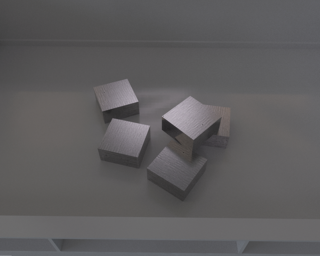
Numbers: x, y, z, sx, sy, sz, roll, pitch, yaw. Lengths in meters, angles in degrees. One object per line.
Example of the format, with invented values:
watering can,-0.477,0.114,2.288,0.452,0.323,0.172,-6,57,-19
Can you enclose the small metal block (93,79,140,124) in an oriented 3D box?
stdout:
small metal block,-0.061,-0.039,0.437,0.050,0.025,0.050,-17,52,-14

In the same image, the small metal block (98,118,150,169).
small metal block,-0.043,0.019,0.389,0.050,0.025,0.050,12,51,9

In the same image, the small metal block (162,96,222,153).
small metal block,0.038,-0.006,0.377,0.050,0.025,0.050,-37,59,-27

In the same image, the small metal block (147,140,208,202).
small metal block,0.020,0.049,0.364,0.050,0.025,0.050,29,56,22

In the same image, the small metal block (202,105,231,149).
small metal block,0.065,-0.003,0.408,0.050,0.025,0.050,8,50,6
